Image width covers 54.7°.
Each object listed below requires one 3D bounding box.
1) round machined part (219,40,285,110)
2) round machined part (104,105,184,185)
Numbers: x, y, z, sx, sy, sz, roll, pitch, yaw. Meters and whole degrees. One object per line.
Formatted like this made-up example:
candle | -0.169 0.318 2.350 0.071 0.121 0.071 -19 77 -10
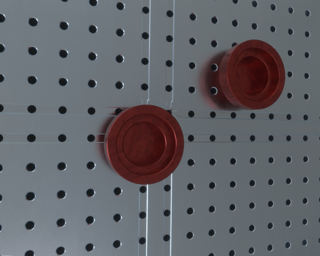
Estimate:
round machined part | 0.128 -0.075 0.451 0.099 0.042 0.097 0 90 -20
round machined part | -0.022 0.020 0.395 0.099 0.042 0.097 0 90 -20
